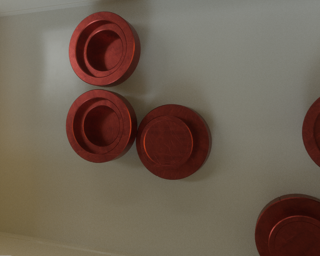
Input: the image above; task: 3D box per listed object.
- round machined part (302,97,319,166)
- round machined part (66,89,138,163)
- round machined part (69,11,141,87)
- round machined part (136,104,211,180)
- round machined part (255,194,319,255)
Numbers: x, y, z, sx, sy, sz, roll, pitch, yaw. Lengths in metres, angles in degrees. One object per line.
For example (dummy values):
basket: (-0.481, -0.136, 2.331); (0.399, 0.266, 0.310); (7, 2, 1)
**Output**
round machined part: (0.205, 0.004, 0.324); (0.098, 0.042, 0.097); (1, 93, 28)
round machined part: (-0.076, -0.003, 0.427); (0.098, 0.042, 0.097); (0, 90, 19)
round machined part: (-0.071, -0.104, 0.425); (0.098, 0.042, 0.097); (0, 90, 19)
round machined part: (0.014, 0.018, 0.396); (0.098, 0.042, 0.097); (0, 90, 19)
round machined part: (0.157, 0.126, 0.346); (0.098, 0.042, 0.097); (0, 90, 19)
